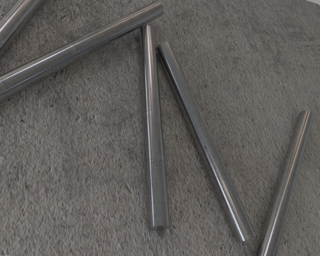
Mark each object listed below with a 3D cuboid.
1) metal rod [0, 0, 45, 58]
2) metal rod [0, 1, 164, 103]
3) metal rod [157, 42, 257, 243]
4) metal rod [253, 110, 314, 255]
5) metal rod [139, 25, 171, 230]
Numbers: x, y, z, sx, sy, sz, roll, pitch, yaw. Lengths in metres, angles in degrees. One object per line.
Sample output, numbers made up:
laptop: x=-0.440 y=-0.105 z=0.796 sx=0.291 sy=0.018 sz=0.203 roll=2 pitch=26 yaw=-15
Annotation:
metal rod: x=-0.185 y=-0.121 z=0.377 sx=0.025 sy=0.025 sz=0.300 roll=25 pitch=53 yaw=-13
metal rod: x=-0.095 y=-0.111 z=0.411 sx=0.025 sy=0.025 sz=0.302 roll=46 pitch=54 yaw=3
metal rod: x=0.056 y=0.005 z=0.430 sx=0.025 sy=0.025 sz=0.299 roll=-8 pitch=66 yaw=-32
metal rod: x=0.193 y=0.070 z=0.464 sx=0.025 sy=0.025 sz=0.301 roll=39 pitch=51 yaw=-2
metal rod: x=-0.011 y=-0.021 z=0.410 sx=0.025 sy=0.025 sz=0.299 roll=10 pitch=58 yaw=-23
